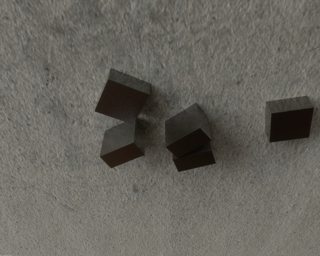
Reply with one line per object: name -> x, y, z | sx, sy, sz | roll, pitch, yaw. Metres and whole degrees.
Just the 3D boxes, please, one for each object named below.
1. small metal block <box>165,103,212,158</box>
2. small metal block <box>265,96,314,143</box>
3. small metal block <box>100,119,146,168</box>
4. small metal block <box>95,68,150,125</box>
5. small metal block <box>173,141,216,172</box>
small metal block -> 0.034, 0.003, 0.394 | 0.050, 0.050, 0.025 | -31, 124, 23
small metal block -> 0.165, -0.011, 0.401 | 0.050, 0.025, 0.050 | -8, 130, 6
small metal block -> -0.048, 0.019, 0.406 | 0.050, 0.050, 0.025 | -23, 127, 18
small metal block -> -0.045, -0.037, 0.375 | 0.050, 0.025, 0.050 | 19, 127, -16
small metal block -> 0.044, 0.027, 0.414 | 0.050, 0.050, 0.025 | -15, 129, 12
